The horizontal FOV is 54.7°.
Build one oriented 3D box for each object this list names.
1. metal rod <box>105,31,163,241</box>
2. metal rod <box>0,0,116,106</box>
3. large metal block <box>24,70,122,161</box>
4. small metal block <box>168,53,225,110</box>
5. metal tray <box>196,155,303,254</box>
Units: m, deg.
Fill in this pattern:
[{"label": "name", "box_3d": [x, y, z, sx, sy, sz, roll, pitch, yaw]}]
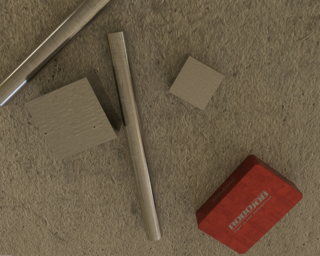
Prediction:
[{"label": "metal rod", "box_3d": [-0.030, 0.025, 0.418, 0.025, 0.025, 0.298, -8, 110, 2]}, {"label": "metal rod", "box_3d": [-0.091, -0.129, 0.360, 0.300, 0.025, 0.025, -39, 106, 12]}, {"label": "large metal block", "box_3d": [-0.104, -0.017, 0.389, 0.080, 0.050, 0.080, -22, 109, 7]}, {"label": "small metal block", "box_3d": [0.045, -0.058, 0.389, 0.050, 0.025, 0.050, 28, 108, -10]}, {"label": "metal tray", "box_3d": [0.126, 0.113, 0.451, 0.090, 0.030, 0.129, 35, 106, -12]}]
